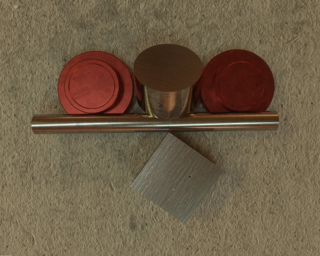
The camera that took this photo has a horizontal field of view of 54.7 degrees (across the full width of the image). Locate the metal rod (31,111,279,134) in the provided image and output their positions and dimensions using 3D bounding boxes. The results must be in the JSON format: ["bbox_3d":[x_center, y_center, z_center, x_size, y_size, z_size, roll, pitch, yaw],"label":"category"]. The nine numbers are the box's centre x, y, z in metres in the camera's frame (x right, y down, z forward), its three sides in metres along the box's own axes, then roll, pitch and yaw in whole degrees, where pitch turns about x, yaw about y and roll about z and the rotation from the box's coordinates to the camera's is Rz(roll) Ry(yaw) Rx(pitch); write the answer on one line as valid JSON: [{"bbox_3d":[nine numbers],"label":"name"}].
[{"bbox_3d":[-0.005,-0.007,0.390,0.302,0.025,0.025,-1,90,0],"label":"metal rod"}]

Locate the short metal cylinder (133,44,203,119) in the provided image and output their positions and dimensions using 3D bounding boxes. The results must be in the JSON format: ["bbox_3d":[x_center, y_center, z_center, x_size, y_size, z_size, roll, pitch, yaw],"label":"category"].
[{"bbox_3d":[0.010,-0.057,0.380,0.080,0.050,0.080,0,55,0],"label":"short metal cylinder"}]

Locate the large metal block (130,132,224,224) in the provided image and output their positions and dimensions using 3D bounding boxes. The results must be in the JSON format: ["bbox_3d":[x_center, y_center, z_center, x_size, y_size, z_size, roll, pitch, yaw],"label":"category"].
[{"bbox_3d":[0.021,0.060,0.397,0.080,0.050,0.080,35,90,0],"label":"large metal block"}]

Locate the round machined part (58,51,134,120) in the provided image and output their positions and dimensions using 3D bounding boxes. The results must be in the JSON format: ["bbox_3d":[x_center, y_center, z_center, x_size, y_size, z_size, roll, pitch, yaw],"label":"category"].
[{"bbox_3d":[-0.084,-0.052,0.401,0.099,0.042,0.097,0,90,0],"label":"round machined part"}]

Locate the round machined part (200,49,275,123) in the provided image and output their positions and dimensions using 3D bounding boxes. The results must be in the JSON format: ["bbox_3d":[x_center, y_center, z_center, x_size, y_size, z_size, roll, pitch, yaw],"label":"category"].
[{"bbox_3d":[0.101,-0.054,0.404,0.099,0.042,0.097,0,90,0],"label":"round machined part"}]
